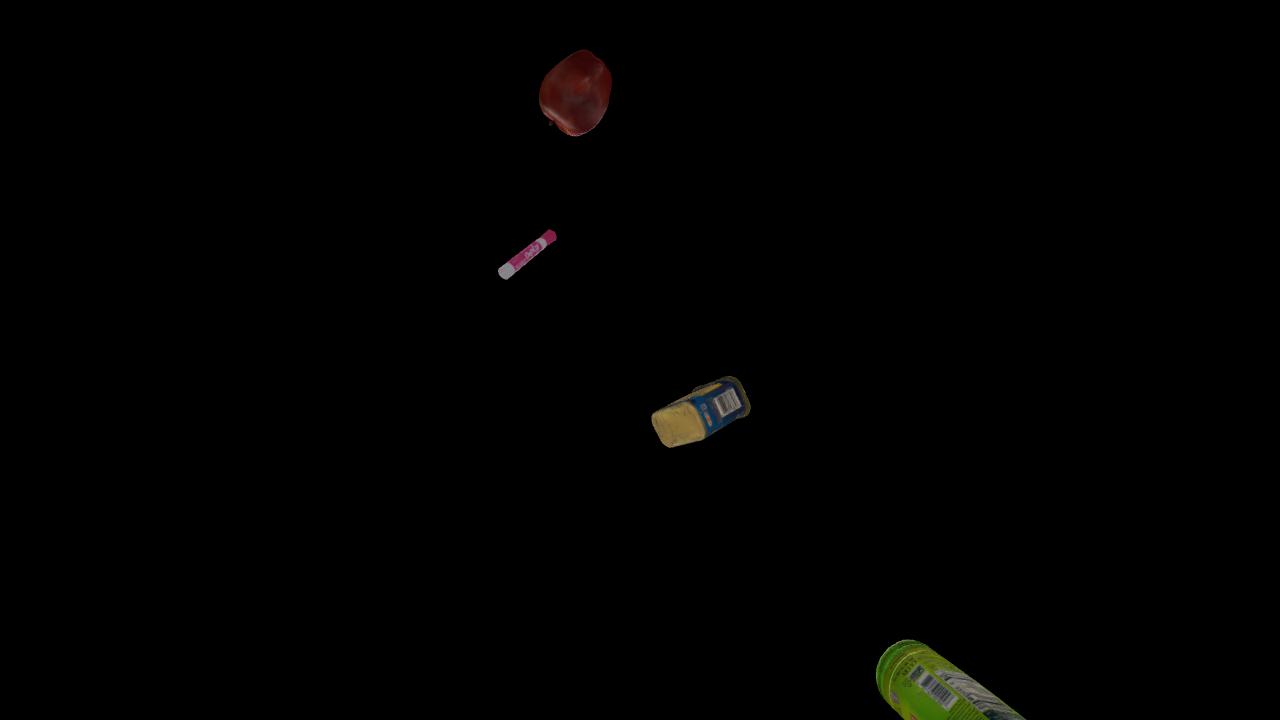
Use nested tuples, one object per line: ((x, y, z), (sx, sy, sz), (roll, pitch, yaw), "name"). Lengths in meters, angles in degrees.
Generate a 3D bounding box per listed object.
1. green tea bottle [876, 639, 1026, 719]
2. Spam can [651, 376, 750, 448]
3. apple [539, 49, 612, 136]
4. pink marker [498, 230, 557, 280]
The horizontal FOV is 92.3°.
((0.284, 0.315, 0.517), (0.073, 0.073, 0.212), (0, 1, -9), "green tea bottle")
((0.076, 0.069, 0.795), (0.085, 0.058, 0.101), (-24, -2, -36), "Spam can")
((-0.074, -0.307, 0.712), (0.079, 0.093, 0.079), (37, 2, -1), "apple")
((-0.158, -0.153, 0.880), (0.020, 0.020, 0.121), (0, 36, 36), "pink marker")
